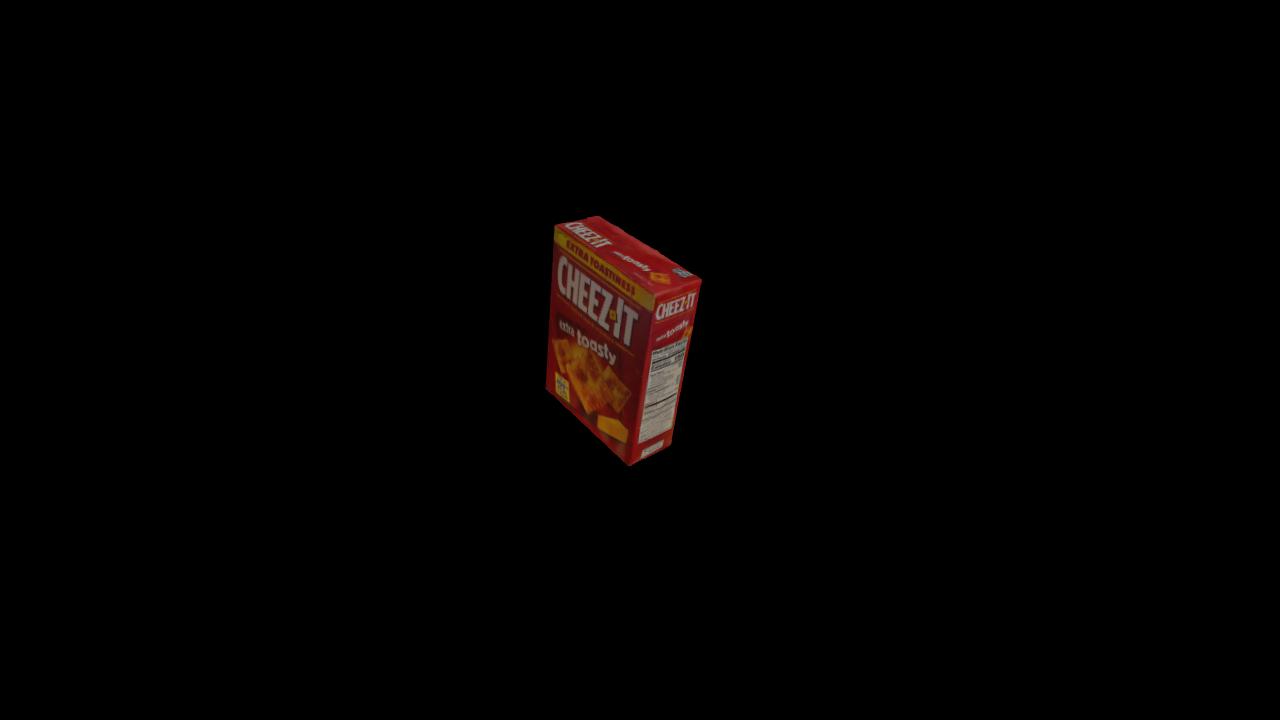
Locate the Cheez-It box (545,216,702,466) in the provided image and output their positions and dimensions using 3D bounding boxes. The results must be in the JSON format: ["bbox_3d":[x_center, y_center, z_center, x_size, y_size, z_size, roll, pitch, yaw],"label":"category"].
[{"bbox_3d":[-0.028,-0.020,0.667,0.071,0.223,0.166,-22,46,-36],"label":"Cheez-It box"}]
